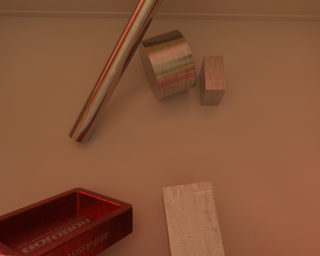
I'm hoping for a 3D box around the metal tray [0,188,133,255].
[{"bbox_3d":[-0.101,0.101,0.304,0.090,0.131,0.030,8,103,34],"label":"metal tray"}]

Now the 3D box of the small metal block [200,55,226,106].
[{"bbox_3d":[0.070,-0.063,0.420,0.025,0.050,0.050,0,70,0],"label":"small metal block"}]

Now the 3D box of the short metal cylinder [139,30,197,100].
[{"bbox_3d":[0.009,-0.083,0.411,0.050,0.080,0.080,-20,72,-7],"label":"short metal cylinder"}]

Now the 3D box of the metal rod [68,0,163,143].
[{"bbox_3d":[-0.034,-0.114,0.381,0.025,0.025,0.299,32,100,10],"label":"metal rod"}]

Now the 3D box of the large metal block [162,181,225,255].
[{"bbox_3d":[0.032,0.108,0.341,0.050,0.080,0.080,-7,70,-3],"label":"large metal block"}]
